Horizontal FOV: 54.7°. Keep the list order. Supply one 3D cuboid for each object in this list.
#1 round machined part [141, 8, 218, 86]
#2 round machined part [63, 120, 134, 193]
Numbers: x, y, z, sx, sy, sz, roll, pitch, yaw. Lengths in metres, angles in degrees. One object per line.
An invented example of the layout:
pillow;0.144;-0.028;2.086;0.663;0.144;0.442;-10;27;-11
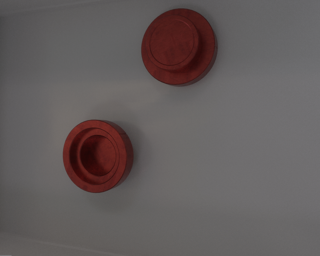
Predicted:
round machined part;0.021;-0.104;0.394;0.098;0.042;0.097;0;90;20
round machined part;-0.081;0.037;0.430;0.098;0.042;0.097;0;90;20
